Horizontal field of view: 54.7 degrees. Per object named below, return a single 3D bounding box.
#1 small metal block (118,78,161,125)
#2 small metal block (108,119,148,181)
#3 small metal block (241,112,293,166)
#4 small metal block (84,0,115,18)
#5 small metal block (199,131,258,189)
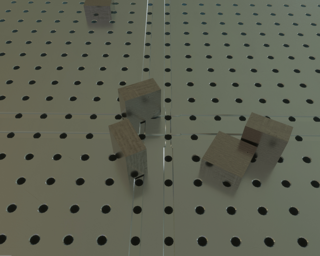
[{"bbox_3d":[-0.027,-0.035,0.420,0.050,0.050,0.025,-20,53,-16],"label":"small metal block"},{"bbox_3d":[-0.038,0.026,0.369,0.025,0.050,0.050,-22,54,-17],"label":"small metal block"},{"bbox_3d":[0.128,0.014,0.381,0.050,0.050,0.025,23,54,17],"label":"small metal block"},{"bbox_3d":[-0.119,-0.241,0.609,0.050,0.025,0.050,1,50,0],"label":"small metal block"},{"bbox_3d":[0.083,0.038,0.377,0.050,0.025,0.050,25,54,19],"label":"small metal block"}]
